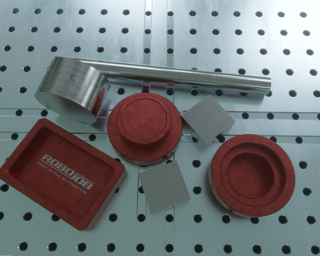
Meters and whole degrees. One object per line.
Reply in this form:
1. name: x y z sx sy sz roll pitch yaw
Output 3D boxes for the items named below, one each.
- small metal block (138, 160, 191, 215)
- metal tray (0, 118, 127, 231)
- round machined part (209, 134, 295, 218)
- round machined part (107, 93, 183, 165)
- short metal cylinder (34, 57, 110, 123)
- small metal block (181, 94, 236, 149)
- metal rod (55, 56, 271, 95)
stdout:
1. small metal block: 0.005 0.074 0.385 0.050 0.025 0.050 -18 71 -7
2. metal tray: -0.119 0.056 0.387 0.130 0.030 0.090 29 73 10
3. round machined part: 0.109 0.060 0.381 0.099 0.042 0.098 0 70 0
4. round machined part: -0.020 -0.004 0.403 0.099 0.042 0.098 0 67 0
5. short metal cylinder: -0.111 -0.047 0.399 0.080 0.080 0.050 17 71 6
6. small metal block: 0.063 -0.008 0.415 0.050 0.025 0.050 -36 74 -12
7. metal rod: 0.002 -0.075 0.438 0.302 0.025 0.025 6 70 2
